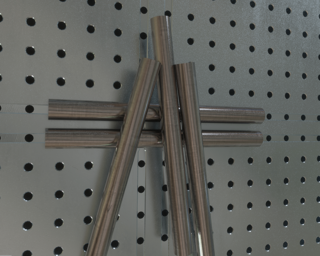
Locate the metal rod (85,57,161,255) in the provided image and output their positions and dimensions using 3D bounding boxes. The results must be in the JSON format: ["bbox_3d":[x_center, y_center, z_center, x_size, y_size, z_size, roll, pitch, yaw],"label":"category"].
[{"bbox_3d":[-0.052,0.063,0.375,0.025,0.025,0.298,15,92,-20],"label":"metal rod"}]

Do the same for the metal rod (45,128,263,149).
[{"bbox_3d":[0.007,0.014,0.417,0.303,0.025,0.025,1,90,-21],"label":"metal rod"}]

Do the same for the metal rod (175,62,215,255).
[{"bbox_3d":[0.050,0.065,0.412,0.025,0.025,0.298,-11,101,-20],"label":"metal rod"}]

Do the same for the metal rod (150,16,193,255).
[{"bbox_3d":[0.015,0.012,0.393,0.025,0.025,0.298,-7,93,-20],"label":"metal rod"}]

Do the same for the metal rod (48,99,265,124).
[{"bbox_3d":[0.010,-0.020,0.418,0.303,0.025,0.025,1,90,-21],"label":"metal rod"}]
